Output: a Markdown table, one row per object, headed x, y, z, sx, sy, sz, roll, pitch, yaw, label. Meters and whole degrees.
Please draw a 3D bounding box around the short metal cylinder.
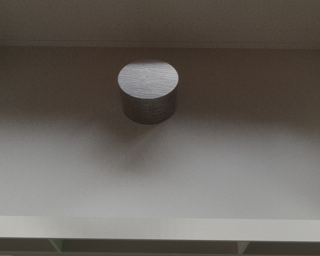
| x | y | z | sx | sy | sz | roll | pitch | yaw | label |
| --- | --- | --- | --- | --- | --- | --- | --- | --- | --- |
| -0.016 | -0.051 | 0.432 | 0.080 | 0.050 | 0.080 | 0 | 50 | 0 | short metal cylinder |
